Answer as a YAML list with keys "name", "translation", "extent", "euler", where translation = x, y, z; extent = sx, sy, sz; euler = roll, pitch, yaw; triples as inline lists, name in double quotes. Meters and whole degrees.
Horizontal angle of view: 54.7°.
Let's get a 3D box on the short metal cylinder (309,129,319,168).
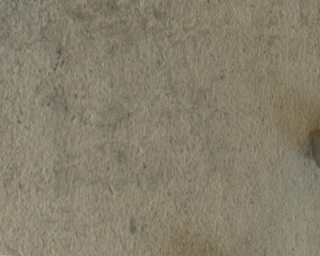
- name: "short metal cylinder"
  translation: [0.284, 0.028, 0.487]
  extent: [0.081, 0.080, 0.050]
  euler: [-18, 96, -19]
